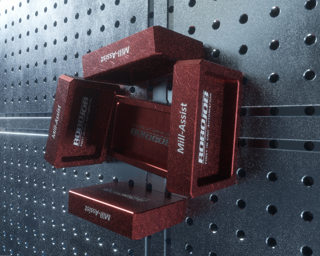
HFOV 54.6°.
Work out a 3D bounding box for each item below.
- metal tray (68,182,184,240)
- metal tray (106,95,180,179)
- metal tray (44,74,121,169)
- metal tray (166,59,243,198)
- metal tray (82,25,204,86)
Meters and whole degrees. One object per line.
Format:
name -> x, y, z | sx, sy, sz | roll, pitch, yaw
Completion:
metal tray -> -0.046, 0.102, 0.406 | 0.130, 0.091, 0.030 | 5, 94, 40
metal tray -> -0.014, 0.009, 0.418 | 0.130, 0.030, 0.089 | 15, 99, 39
metal tray -> -0.114, -0.008, 0.462 | 0.030, 0.091, 0.129 | 23, 105, 38
metal tray -> 0.050, 0.000, 0.326 | 0.030, 0.091, 0.129 | 6, 94, 40
metal tray -> -0.022, -0.083, 0.386 | 0.130, 0.091, 0.030 | -8, 85, 40
